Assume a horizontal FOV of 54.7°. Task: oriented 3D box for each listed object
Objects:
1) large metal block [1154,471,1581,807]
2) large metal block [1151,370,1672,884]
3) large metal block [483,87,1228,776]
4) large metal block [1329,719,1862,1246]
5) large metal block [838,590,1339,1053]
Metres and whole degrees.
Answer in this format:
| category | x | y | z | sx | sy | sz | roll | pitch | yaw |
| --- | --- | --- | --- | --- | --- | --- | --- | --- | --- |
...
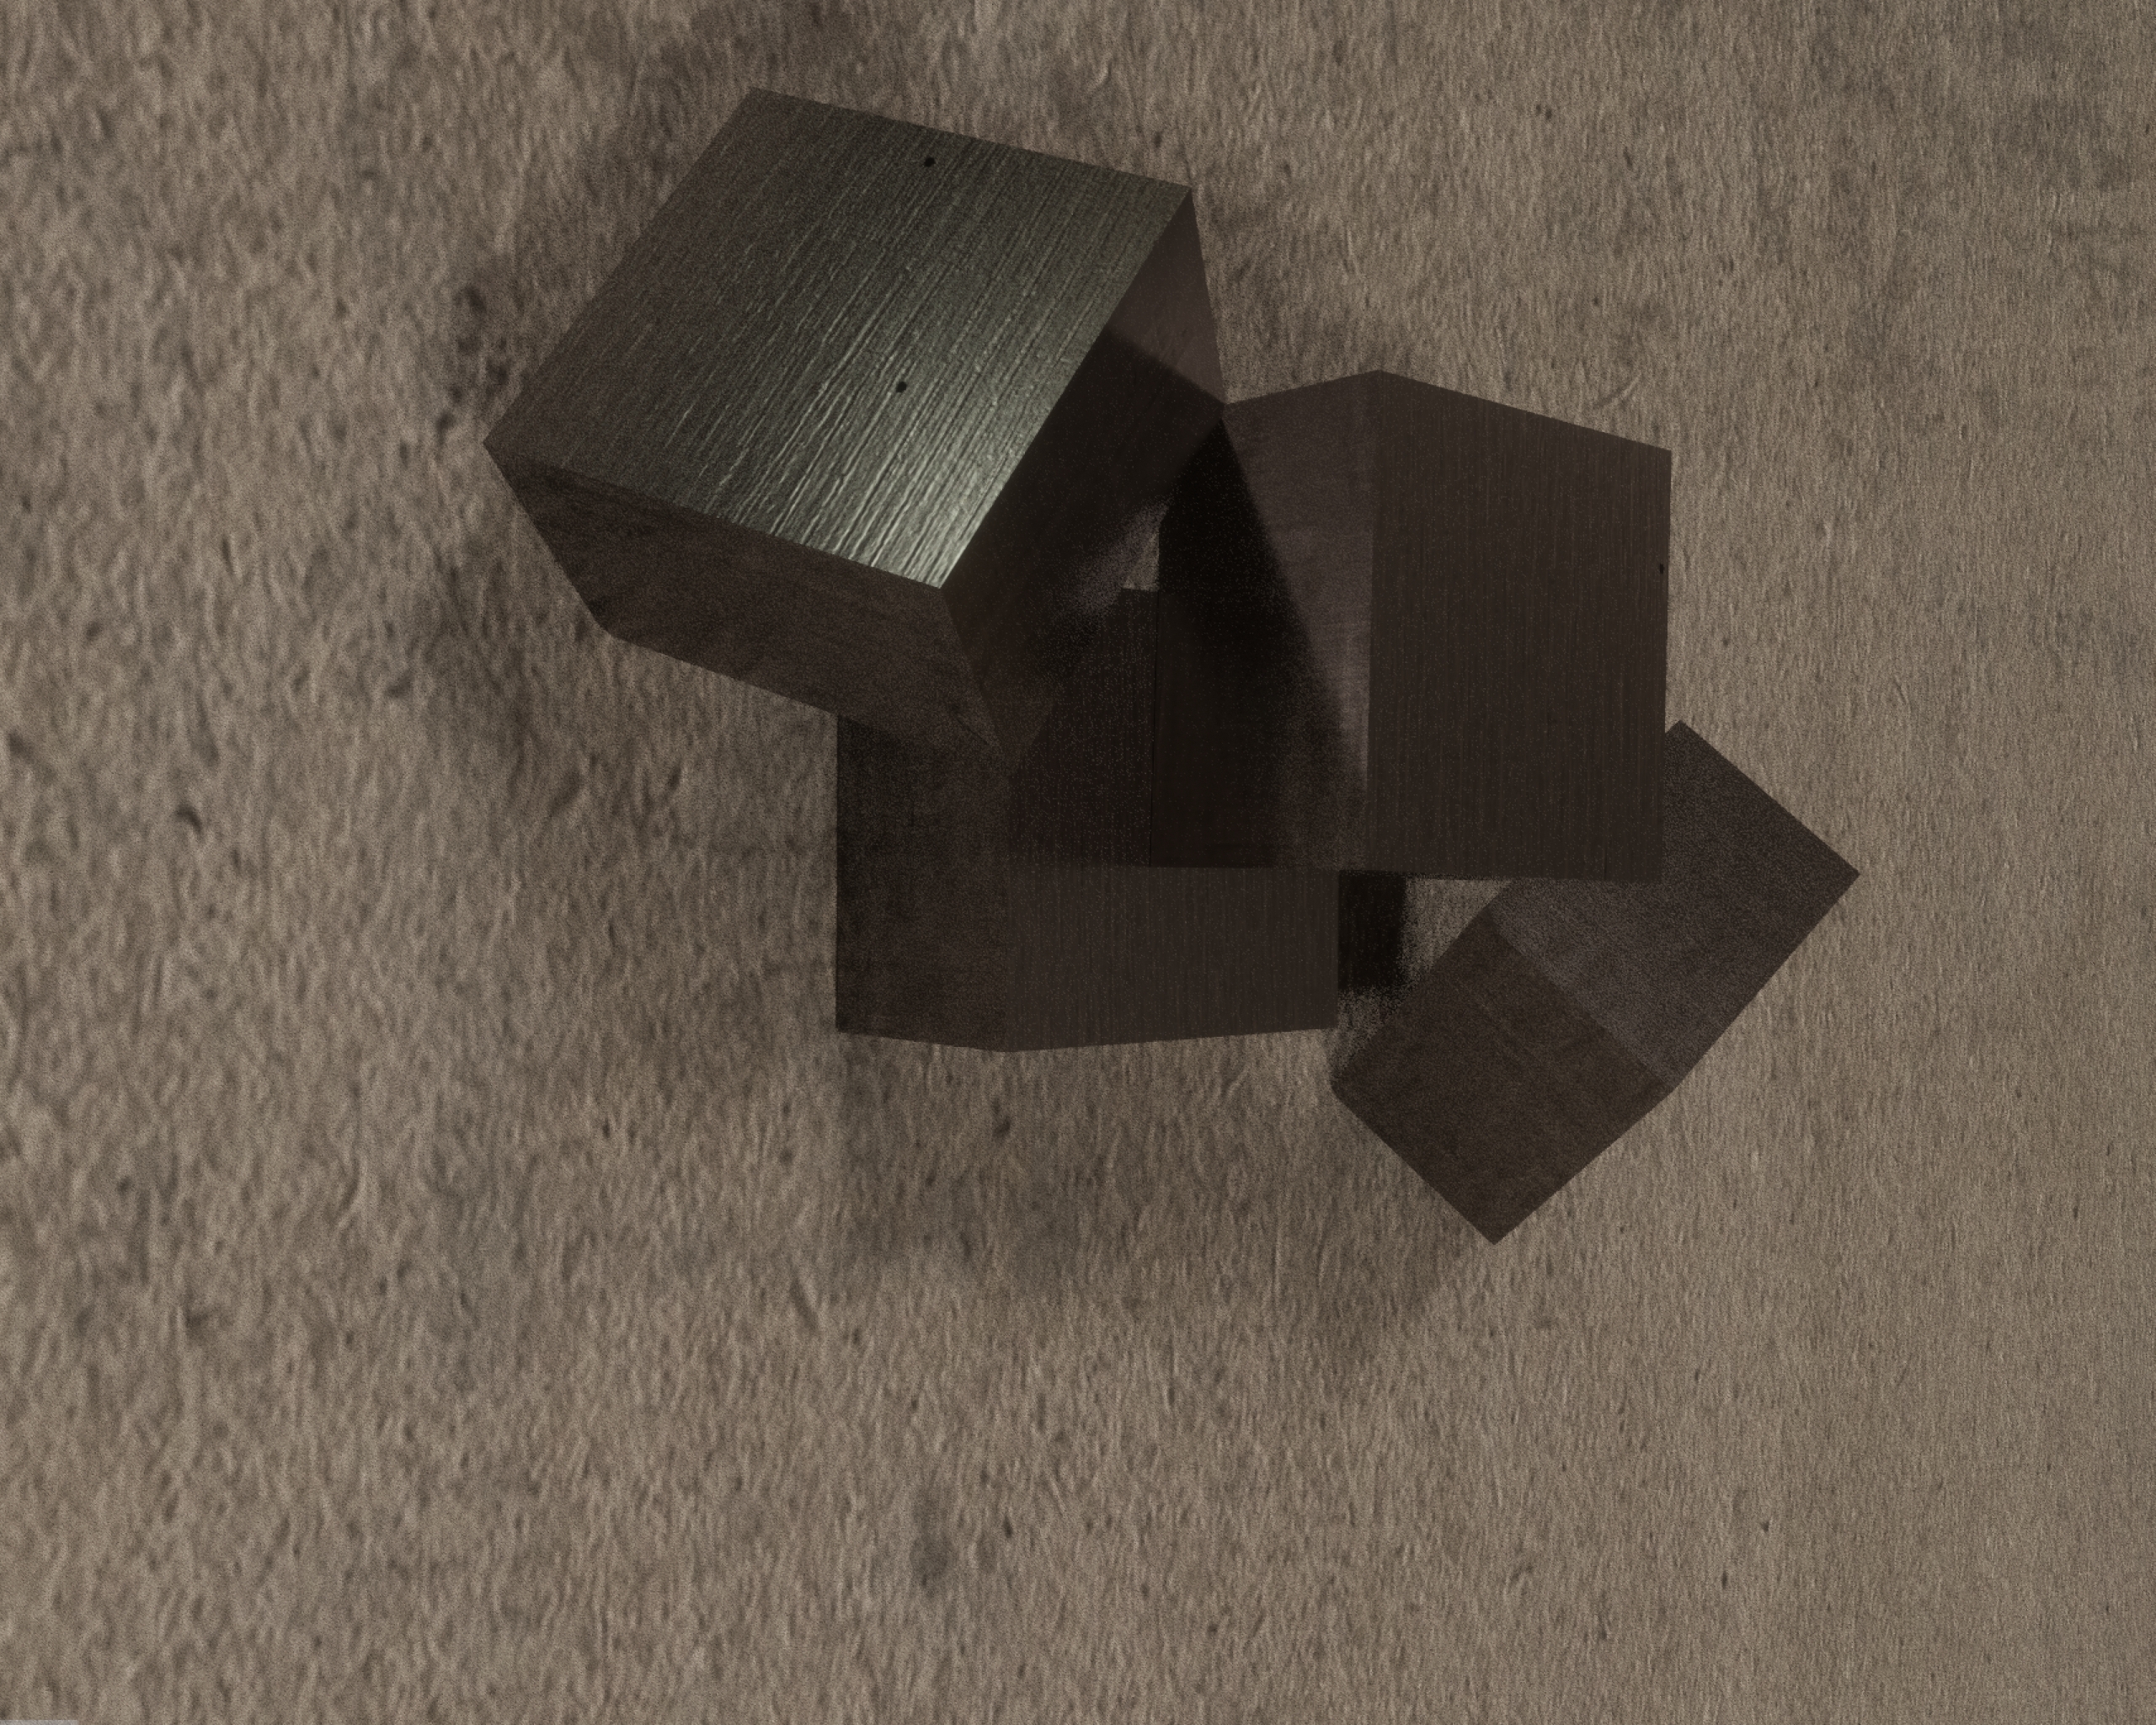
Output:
| category | x | y | z | sx | sy | sz | roll | pitch | yaw |
| --- | --- | --- | --- | --- | --- | --- | --- | --- | --- |
| large metal block | 0.063 | -0.049 | 0.446 | 0.081 | 0.050 | 0.079 | 0 | 90 | -40 |
| large metal block | 0.061 | -0.037 | 0.375 | 0.081 | 0.050 | 0.079 | 3 | 88 | -40 |
| large metal block | -0.032 | -0.071 | 0.336 | 0.080 | 0.080 | 0.050 | -61 | 158 | -22 |
| large metal block | 0.112 | 0.027 | 0.458 | 0.050 | 0.080 | 0.080 | 44 | 56 | 12 |
| large metal block | 0.003 | -0.008 | 0.392 | 0.081 | 0.050 | 0.079 | 0 | 90 | -40 |
